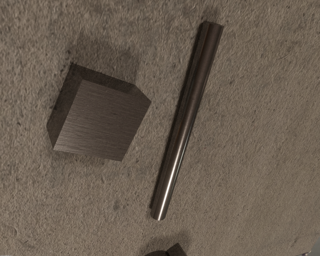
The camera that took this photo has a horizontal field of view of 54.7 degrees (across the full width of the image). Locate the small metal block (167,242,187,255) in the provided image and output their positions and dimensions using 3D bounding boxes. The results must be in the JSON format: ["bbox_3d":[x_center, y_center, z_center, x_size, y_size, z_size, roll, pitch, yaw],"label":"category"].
[{"bbox_3d":[0.043,0.248,0.570,0.025,0.050,0.050,-33,129,-7],"label":"small metal block"}]

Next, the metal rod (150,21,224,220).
[{"bbox_3d":[0.030,0.007,0.429,0.025,0.025,0.298,0,119,-29],"label":"metal rod"}]

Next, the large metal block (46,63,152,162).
[{"bbox_3d":[-0.069,-0.015,0.344,0.081,0.050,0.080,16,110,-35],"label":"large metal block"}]

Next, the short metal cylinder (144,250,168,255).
[{"bbox_3d":[-0.006,0.269,0.556,0.081,0.050,0.079,-14,125,-21],"label":"short metal cylinder"}]
